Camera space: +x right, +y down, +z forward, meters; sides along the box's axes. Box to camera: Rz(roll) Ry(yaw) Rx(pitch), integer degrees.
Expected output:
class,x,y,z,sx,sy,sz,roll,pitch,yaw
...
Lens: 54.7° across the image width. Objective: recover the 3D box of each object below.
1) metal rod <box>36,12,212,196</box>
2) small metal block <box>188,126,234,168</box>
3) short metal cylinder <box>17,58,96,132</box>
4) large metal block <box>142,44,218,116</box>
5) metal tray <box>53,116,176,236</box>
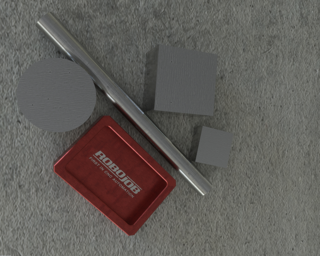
class,x,y,z,sx,sy,sz,roll,pitch,yaw
metal rod,-0.036,-0.020,0.397,0.025,0.025,0.300,-47,105,-14
small metal block,0.071,0.027,0.439,0.050,0.025,0.050,14,85,-20
short metal cylinder,-0.117,-0.035,0.354,0.081,0.050,0.079,0,90,-21
large metal block,0.025,-0.058,0.407,0.081,0.050,0.080,5,89,-20
metal tray,-0.054,0.059,0.388,0.130,0.030,0.090,46,76,-15
